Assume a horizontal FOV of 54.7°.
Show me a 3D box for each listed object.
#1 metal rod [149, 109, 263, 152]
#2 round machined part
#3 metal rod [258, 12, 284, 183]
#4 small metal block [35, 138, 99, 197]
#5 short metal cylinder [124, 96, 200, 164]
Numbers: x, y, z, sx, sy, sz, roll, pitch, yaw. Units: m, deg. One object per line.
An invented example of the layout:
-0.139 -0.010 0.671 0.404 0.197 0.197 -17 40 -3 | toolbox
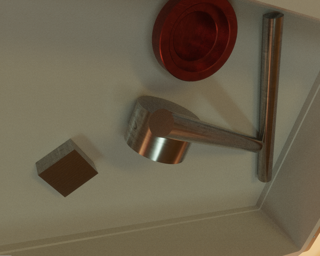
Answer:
0.080 0.012 0.392 0.025 0.025 0.301 -57 150 13 | metal rod
0.035 -0.106 0.353 0.099 0.042 0.097 -14 125 -21 | round machined part
0.171 -0.027 0.487 0.025 0.025 0.298 -22 127 -15 | metal rod
-0.113 0.049 0.378 0.050 0.025 0.050 -36 130 -5 | small metal block
0.003 0.001 0.377 0.081 0.080 0.050 9 114 -33 | short metal cylinder
